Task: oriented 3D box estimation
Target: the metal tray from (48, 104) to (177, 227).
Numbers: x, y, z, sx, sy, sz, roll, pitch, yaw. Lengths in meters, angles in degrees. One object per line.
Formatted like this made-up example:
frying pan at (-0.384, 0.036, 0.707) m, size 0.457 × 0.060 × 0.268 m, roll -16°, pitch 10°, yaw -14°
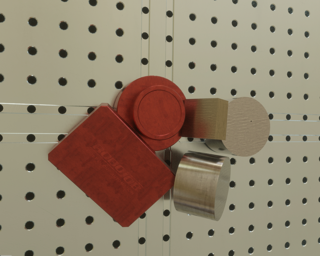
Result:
metal tray at (-0.054, 0.045, 0.374) m, size 0.090 × 0.030 × 0.130 m, roll -43°, pitch 105°, yaw 1°

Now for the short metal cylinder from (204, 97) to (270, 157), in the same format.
short metal cylinder at (0.105, -0.002, 0.434) m, size 0.081 × 0.050 × 0.079 m, roll 0°, pitch 90°, yaw -20°

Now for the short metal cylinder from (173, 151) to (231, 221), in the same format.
short metal cylinder at (0.056, 0.072, 0.394) m, size 0.050 × 0.080 × 0.080 m, roll 8°, pitch 87°, yaw 23°

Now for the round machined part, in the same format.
round machined part at (-0.007, -0.019, 0.397) m, size 0.099 × 0.042 × 0.097 m, roll 0°, pitch 90°, yaw -20°

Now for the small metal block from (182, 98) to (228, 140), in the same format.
small metal block at (0.057, -0.011, 0.397) m, size 0.025 × 0.050 × 0.050 m, roll 8°, pitch 86°, yaw -48°
